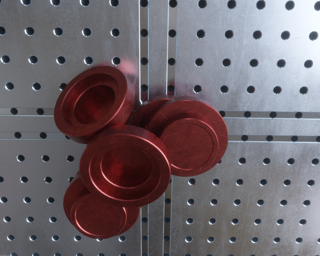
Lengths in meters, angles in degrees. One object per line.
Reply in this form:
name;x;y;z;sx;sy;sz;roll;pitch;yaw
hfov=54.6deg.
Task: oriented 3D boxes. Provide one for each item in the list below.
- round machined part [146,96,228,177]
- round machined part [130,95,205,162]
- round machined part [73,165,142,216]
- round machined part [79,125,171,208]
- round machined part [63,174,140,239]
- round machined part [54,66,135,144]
round machined part;0.031;0.015;0.364;0.099;0.042;0.097;0;110;0
round machined part;0.010;0.011;0.386;0.099;0.042;0.097;0;110;0
round machined part;-0.067;0.085;0.413;0.099;0.042;0.097;0;110;0
round machined part;-0.036;0.039;0.350;0.098;0.042;0.097;1;118;2
round machined part;-0.074;0.101;0.396;0.099;0.042;0.097;0;110;0
round machined part;-0.074;-0.024;0.375;0.098;0.098;0.042;-26;143;9
